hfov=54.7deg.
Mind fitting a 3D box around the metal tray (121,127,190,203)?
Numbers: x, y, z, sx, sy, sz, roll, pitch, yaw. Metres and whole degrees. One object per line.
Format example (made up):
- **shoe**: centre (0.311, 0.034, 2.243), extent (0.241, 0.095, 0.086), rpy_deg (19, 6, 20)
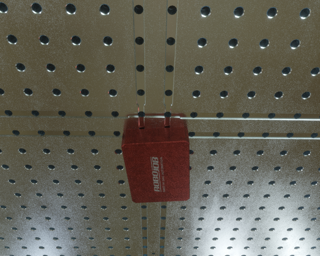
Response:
- **metal tray**: centre (-0.003, 0.059, 0.458), extent (0.091, 0.030, 0.129), rpy_deg (-3, 130, 2)
